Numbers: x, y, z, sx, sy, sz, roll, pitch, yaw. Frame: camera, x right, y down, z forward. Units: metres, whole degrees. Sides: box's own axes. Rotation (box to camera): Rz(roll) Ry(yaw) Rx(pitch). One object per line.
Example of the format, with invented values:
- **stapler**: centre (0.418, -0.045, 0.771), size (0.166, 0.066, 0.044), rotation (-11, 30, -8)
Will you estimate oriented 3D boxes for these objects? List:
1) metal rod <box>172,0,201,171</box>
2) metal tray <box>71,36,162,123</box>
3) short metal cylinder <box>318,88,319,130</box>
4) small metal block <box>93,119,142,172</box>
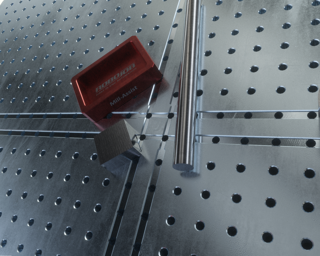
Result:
- **metal rod**: centre (0.041, -0.084, 0.436), size (0.025, 0.025, 0.299), rotation (-8, 58, 24)
- **metal tray**: centre (-0.072, -0.079, 0.488), size (0.130, 0.030, 0.090), rotation (-33, 52, 6)
- **short metal cylinder**: centre (0.198, -0.018, 0.299), size (0.080, 0.050, 0.080), rotation (-13, 56, 20)
- **small metal block**: centre (-0.058, 0.024, 0.423), size (0.050, 0.025, 0.050), rotation (-30, 52, 9)
